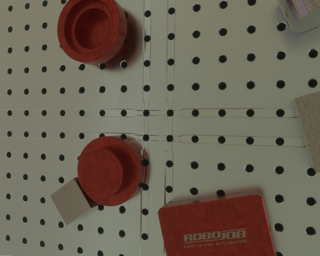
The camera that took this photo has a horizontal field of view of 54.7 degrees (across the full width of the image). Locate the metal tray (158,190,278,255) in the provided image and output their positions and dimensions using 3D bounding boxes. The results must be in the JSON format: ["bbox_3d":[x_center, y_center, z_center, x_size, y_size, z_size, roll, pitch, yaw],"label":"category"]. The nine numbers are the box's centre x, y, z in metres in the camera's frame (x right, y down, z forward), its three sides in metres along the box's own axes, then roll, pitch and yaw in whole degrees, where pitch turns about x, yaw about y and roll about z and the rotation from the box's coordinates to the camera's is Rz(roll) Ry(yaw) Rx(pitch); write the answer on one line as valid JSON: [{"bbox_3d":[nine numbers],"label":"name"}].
[{"bbox_3d":[0.070,0.133,0.385,0.130,0.030,0.090,-13,86,19],"label":"metal tray"}]

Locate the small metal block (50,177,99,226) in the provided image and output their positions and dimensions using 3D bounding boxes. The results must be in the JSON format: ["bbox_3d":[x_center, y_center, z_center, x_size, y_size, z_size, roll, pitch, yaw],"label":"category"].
[{"bbox_3d":[-0.125,0.106,0.457,0.050,0.025,0.050,-37,78,16],"label":"small metal block"}]

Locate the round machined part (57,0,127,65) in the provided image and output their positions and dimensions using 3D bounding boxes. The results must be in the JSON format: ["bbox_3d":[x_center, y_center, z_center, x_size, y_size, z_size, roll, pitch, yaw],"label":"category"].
[{"bbox_3d":[-0.090,-0.137,0.435,0.098,0.042,0.097,0,90,20],"label":"round machined part"}]

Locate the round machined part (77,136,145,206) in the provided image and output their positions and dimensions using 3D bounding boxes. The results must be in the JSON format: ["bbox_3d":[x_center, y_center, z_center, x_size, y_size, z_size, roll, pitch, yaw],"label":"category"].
[{"bbox_3d":[-0.074,0.060,0.429,0.098,0.042,0.097,0,90,19],"label":"round machined part"}]

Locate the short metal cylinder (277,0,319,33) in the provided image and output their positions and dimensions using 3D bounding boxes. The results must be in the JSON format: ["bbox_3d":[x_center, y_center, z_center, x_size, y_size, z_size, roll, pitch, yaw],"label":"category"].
[{"bbox_3d":[0.167,-0.143,0.324,0.080,0.080,0.050,-23,82,18],"label":"short metal cylinder"}]

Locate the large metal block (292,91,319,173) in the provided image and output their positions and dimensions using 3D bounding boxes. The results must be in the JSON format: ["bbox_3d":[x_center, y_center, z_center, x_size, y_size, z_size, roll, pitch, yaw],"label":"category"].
[{"bbox_3d":[0.195,-0.003,0.330,0.080,0.050,0.080,-16,85,19],"label":"large metal block"}]
